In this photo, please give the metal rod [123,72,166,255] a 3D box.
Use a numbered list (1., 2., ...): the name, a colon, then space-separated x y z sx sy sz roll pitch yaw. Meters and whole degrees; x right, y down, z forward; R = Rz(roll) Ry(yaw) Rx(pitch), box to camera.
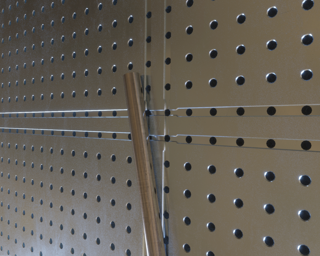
1. metal rod: -0.019 0.071 0.422 0.025 0.025 0.298 -14 81 39
